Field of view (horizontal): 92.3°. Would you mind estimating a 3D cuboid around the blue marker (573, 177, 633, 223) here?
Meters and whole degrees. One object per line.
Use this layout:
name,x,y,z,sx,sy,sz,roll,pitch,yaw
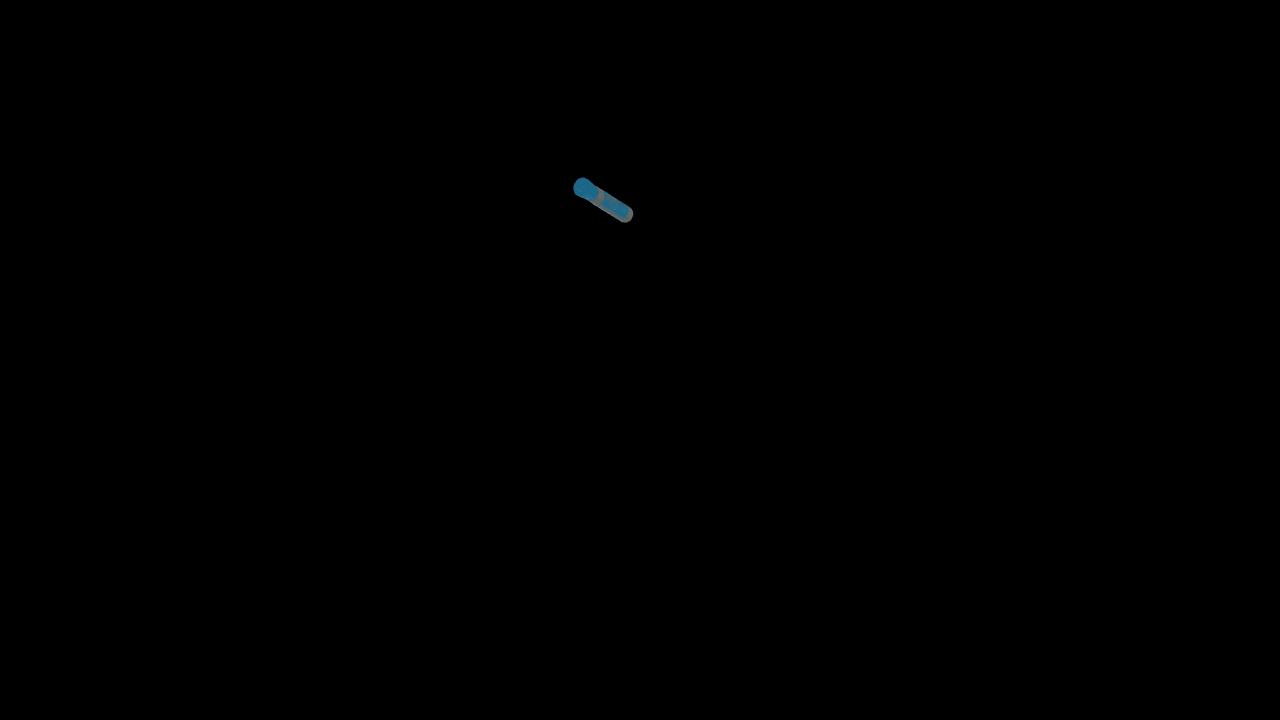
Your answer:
blue marker,-0.037,-0.167,0.648,0.020,0.020,0.121,0,-1,20
